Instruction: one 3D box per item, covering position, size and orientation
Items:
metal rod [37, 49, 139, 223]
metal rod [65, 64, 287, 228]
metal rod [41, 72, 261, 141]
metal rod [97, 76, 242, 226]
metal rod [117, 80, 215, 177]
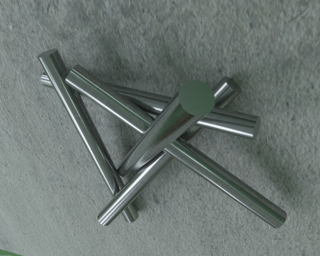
[{"bbox_3d":[-0.090,0.031,0.444,0.025,0.025,0.299,0,127,28],"label":"metal rod"},{"bbox_3d":[0.024,0.025,0.362,0.301,0.025,0.025,35,129,-7],"label":"metal rod"},{"bbox_3d":[-0.032,-0.035,0.376,0.301,0.025,0.025,16,125,27],"label":"metal rod"},{"bbox_3d":[-0.005,0.048,0.414,0.025,0.025,0.298,41,122,0],"label":"metal rod"},{"bbox_3d":[-0.015,0.022,0.337,0.025,0.025,0.299,41,158,-1],"label":"metal rod"}]
